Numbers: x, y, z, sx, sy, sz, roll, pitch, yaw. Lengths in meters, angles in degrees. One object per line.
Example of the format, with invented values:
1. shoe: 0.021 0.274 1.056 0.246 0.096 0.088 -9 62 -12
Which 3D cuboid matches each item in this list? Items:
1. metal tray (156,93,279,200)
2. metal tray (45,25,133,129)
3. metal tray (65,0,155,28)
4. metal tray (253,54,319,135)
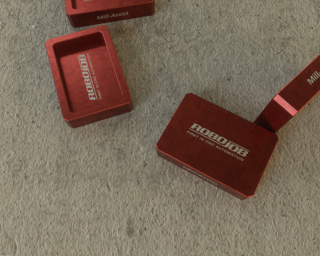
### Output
1. metal tray: 0.072 0.022 0.398 0.130 0.030 0.090 27 72 9
2. metal tray: -0.099 -0.073 0.431 0.091 0.030 0.130 -17 71 -7
3. metal tray: -0.080 -0.211 0.481 0.131 0.030 0.090 -11 70 -4
4. metal tray: 0.183 -0.050 0.393 0.130 0.090 0.030 -41 75 -13
